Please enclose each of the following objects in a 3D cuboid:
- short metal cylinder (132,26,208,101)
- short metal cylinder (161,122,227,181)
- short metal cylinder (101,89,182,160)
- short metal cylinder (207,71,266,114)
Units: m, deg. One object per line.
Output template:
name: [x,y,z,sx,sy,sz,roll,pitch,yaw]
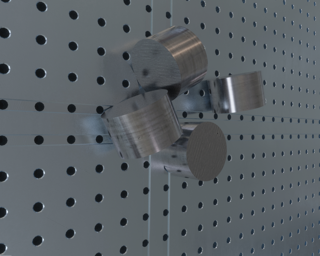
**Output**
short metal cylinder: [0.011,-0.079,0.382,0.050,0.080,0.080,-36,112,-34]
short metal cylinder: [0.048,0.031,0.433,0.081,0.050,0.079,0,90,-40]
short metal cylinder: [-0.020,-0.006,0.356,0.081,0.080,0.050,-34,111,-35]
short metal cylinder: [0.115,-0.055,0.470,0.081,0.080,0.050,-18,102,-39]
